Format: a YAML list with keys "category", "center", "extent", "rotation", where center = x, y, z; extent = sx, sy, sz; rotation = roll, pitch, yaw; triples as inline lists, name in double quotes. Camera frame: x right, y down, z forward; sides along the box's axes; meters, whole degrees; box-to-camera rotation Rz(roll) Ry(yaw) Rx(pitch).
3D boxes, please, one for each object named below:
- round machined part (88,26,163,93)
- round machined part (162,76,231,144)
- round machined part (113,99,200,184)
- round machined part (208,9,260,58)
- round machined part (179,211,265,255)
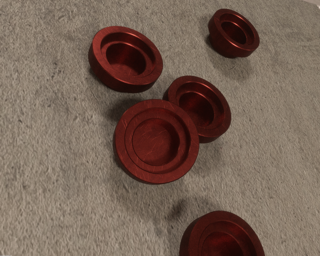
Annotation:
- category: "round machined part"
  center: [-0.049, -0.087, 0.421]
  extent: [0.099, 0.042, 0.098]
  rotation: [14, 56, -21]
- category: "round machined part"
  center: [0.047, -0.022, 0.433]
  extent: [0.099, 0.042, 0.098]
  rotation: [14, 56, -21]
- category: "round machined part"
  center: [-0.007, 0.018, 0.367]
  extent: [0.099, 0.042, 0.098]
  rotation: [4, 76, -15]
- category: "round machined part"
  center: [0.129, -0.167, 0.567]
  extent: [0.099, 0.042, 0.098]
  rotation: [14, 56, -21]
- category: "round machined part"
  center: [0.064, 0.145, 0.341]
  extent: [0.099, 0.042, 0.098]
  rotation: [14, 56, -21]
